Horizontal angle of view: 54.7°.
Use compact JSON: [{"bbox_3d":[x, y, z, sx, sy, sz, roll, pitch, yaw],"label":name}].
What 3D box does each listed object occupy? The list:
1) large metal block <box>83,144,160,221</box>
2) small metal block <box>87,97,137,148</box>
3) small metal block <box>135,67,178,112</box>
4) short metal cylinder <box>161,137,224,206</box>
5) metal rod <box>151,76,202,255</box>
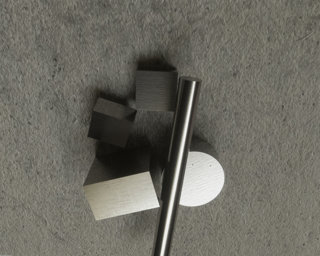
[{"bbox_3d":[-0.046,0.068,0.405,0.080,0.080,0.050,-13,110,4],"label":"large metal block"},{"bbox_3d":[-0.061,-0.006,0.397,0.050,0.025,0.050,18,135,-7],"label":"small metal block"},{"bbox_3d":[-0.005,-0.049,0.392,0.050,0.025,0.050,2,110,-2],"label":"small metal block"},{"bbox_3d":[0.042,0.058,0.418,0.081,0.050,0.079,0,110,-1],"label":"short metal cylinder"},{"bbox_3d":[0.014,0.085,0.387,0.025,0.025,0.298,7,110,-3],"label":"metal rod"}]
